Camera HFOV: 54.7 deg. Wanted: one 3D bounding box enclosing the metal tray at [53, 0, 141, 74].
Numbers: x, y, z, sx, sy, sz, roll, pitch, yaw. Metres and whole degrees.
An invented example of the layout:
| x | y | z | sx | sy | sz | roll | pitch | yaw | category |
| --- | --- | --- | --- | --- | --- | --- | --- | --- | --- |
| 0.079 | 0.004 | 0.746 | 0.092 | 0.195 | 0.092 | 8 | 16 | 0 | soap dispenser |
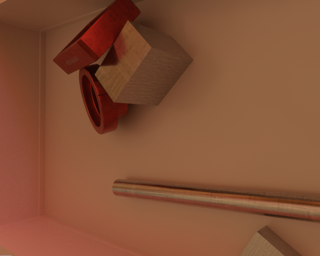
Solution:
| x | y | z | sx | sy | sz | roll | pitch | yaw | category |
| --- | --- | --- | --- | --- | --- | --- | --- | --- | --- |
| -0.089 | -0.121 | 0.416 | 0.090 | 0.030 | 0.130 | -54 | 25 | -19 | metal tray |

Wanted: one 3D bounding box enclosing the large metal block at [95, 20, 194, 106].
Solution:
| x | y | z | sx | sy | sz | roll | pitch | yaw | category |
| --- | --- | --- | --- | --- | --- | --- | --- | --- | --- |
| -0.019 | -0.076 | 0.385 | 0.080 | 0.081 | 0.050 | -51 | 61 | 27 | large metal block |

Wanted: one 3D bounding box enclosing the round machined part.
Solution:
| x | y | z | sx | sy | sz | roll | pitch | yaw | category |
| --- | --- | --- | --- | --- | --- | --- | --- | --- | --- |
| -0.078 | -0.043 | 0.440 | 0.098 | 0.042 | 0.097 | 45 | 145 | 46 | round machined part |

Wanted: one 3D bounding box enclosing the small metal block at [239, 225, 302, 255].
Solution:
| x | y | z | sx | sy | sz | roll | pitch | yaw | category |
| --- | --- | --- | --- | --- | --- | --- | --- | --- | --- |
| 0.111 | 0.138 | 0.314 | 0.050 | 0.025 | 0.050 | 40 | 114 | 32 | small metal block |

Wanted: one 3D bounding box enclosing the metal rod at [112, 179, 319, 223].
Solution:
| x | y | z | sx | sy | sz | roll | pitch | yaw | category |
| --- | --- | --- | --- | --- | --- | --- | --- | --- | --- |
| 0.056 | 0.080 | 0.359 | 0.300 | 0.025 | 0.025 | -3 | 88 | 39 | metal rod |
